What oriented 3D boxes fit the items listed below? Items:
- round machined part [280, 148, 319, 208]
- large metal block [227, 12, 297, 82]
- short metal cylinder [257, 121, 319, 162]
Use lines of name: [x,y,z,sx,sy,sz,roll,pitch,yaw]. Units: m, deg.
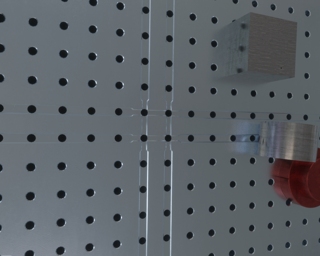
round machined part: [0.245,0.079,0.494,0.099,0.042,0.097,0,90,-20]
large metal block: [0.149,-0.115,0.454,0.081,0.050,0.080,3,89,-20]
short metal cylinder: [0.186,0.020,0.452,0.081,0.080,0.050,7,88,-20]
